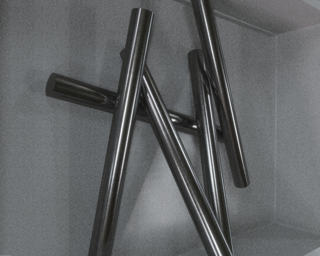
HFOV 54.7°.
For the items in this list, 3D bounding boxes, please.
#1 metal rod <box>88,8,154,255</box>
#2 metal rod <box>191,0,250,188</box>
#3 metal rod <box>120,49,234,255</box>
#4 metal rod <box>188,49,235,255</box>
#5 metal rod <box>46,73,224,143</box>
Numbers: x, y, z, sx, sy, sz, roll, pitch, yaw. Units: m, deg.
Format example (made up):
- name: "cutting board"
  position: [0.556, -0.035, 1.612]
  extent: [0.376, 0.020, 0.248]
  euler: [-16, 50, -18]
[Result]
- name: "metal rod"
  position: [-0.045, 0.020, 0.343]
  extent: [0.025, 0.025, 0.298]
  euler: [9, 92, -40]
- name: "metal rod"
  position: [0.089, -0.043, 0.437]
  extent: [0.025, 0.025, 0.298]
  euler: [-34, 118, -35]
- name: "metal rod"
  position: [0.022, 0.041, 0.350]
  extent: [0.025, 0.025, 0.299]
  euler: [-15, 77, -39]
- name: "metal rod"
  position: [0.064, 0.032, 0.401]
  extent: [0.025, 0.025, 0.299]
  euler: [13, 64, -39]
- name: "metal rod"
  position: [0.003, -0.014, 0.408]
  extent: [0.302, 0.025, 0.025]
  euler: [15, 81, -39]
